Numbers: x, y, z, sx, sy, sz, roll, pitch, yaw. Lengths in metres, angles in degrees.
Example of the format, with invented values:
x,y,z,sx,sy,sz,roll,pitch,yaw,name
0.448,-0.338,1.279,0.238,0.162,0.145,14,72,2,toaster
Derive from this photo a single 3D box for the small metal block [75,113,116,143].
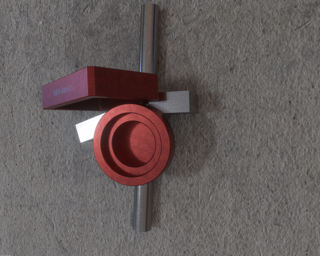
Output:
x,y,z,sx,sy,sz,roll,pitch,yaw,name
-0.077,-0.001,0.423,0.050,0.050,0.025,-20,84,18,small metal block

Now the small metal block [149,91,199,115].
x,y,z,sx,sy,sz,roll,pitch,yaw,name
0.019,-0.030,0.390,0.050,0.050,0.025,-2,90,19,small metal block

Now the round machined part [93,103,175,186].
x,y,z,sx,sy,sz,roll,pitch,yaw,name
-0.028,0.018,0.381,0.098,0.042,0.097,1,94,17,round machined part

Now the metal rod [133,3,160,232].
x,y,z,sx,sy,sz,roll,pitch,yaw,name
-0.018,-0.013,0.416,0.025,0.025,0.298,2,91,19,metal rod

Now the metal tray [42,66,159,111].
x,y,z,sx,sy,sz,roll,pitch,yaw,name
-0.076,-0.043,0.377,0.130,0.091,0.030,-5,87,49,metal tray
